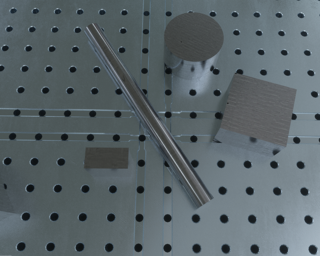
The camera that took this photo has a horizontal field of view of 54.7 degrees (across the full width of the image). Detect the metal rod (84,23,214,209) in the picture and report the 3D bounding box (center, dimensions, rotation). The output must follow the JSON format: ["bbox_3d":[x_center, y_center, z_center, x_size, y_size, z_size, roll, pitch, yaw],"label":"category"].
[{"bbox_3d":[-0.023,-0.027,0.421,0.025,0.025,0.299,-30,73,-11],"label":"metal rod"}]

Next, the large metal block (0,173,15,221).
[{"bbox_3d":[-0.221,0.071,0.354,0.050,0.080,0.080,-27,73,-10],"label":"large metal block"}]

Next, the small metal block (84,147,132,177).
[{"bbox_3d":[-0.062,0.043,0.382,0.050,0.050,0.025,0,70,0],"label":"small metal block"}]

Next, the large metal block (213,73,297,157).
[{"bbox_3d":[0.123,-0.016,0.406,0.080,0.050,0.080,17,71,5],"label":"large metal block"}]

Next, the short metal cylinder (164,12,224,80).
[{"bbox_3d":[0.046,-0.116,0.441,0.081,0.050,0.080,0,70,0],"label":"short metal cylinder"}]
